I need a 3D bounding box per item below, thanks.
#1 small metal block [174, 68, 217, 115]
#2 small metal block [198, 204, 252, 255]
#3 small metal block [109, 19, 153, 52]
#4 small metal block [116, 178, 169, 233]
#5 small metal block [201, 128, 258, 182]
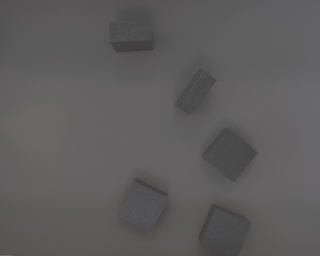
[{"bbox_3d":[0.044,-0.045,0.399,0.025,0.050,0.050,36,90,0],"label":"small metal block"},{"bbox_3d":[0.085,0.136,0.412,0.050,0.025,0.050,23,90,0],"label":"small metal block"},{"bbox_3d":[-0.036,-0.117,0.398,0.050,0.050,0.025,-3,90,0],"label":"small metal block"},{"bbox_3d":[-0.023,0.102,0.411,0.050,0.025,0.050,27,90,0],"label":"small metal block"},{"bbox_3d":[0.092,0.035,0.412,0.050,0.025,0.050,40,90,0],"label":"small metal block"}]
